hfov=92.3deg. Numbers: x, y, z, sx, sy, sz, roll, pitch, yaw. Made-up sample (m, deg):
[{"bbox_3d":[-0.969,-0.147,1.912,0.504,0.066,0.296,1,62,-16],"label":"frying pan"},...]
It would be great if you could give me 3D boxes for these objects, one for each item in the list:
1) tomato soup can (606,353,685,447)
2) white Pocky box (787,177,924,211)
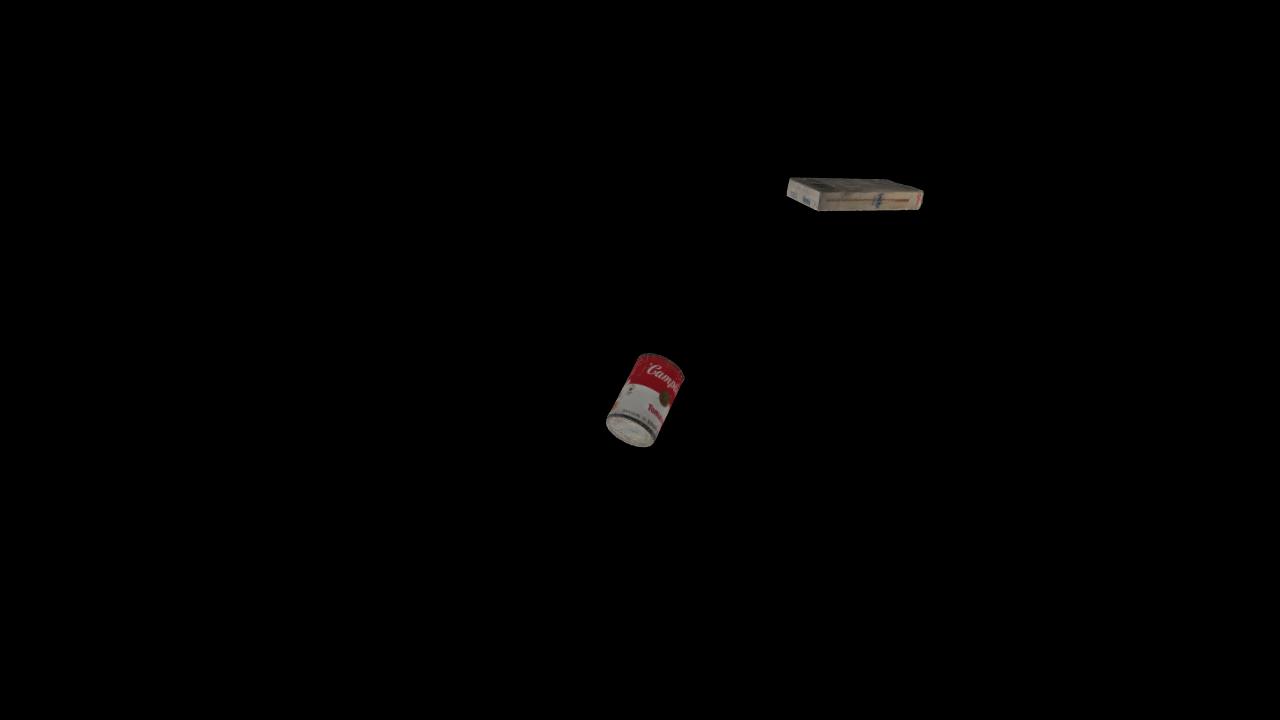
[{"bbox_3d":[0.006,0.051,0.778,0.068,0.101,0.068,20,-32,13],"label":"tomato soup can"},{"bbox_3d":[0.281,-0.219,0.809,0.154,0.028,0.084,-4,27,-16],"label":"white Pocky box"}]
